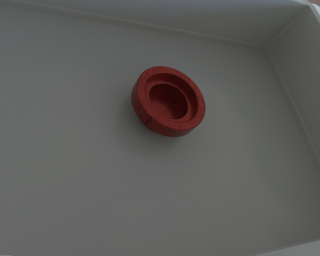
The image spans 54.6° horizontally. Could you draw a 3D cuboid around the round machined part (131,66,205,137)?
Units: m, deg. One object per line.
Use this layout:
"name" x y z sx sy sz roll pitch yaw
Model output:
"round machined part" 0.008 -0.031 0.413 0.099 0.042 0.098 13 56 -21
